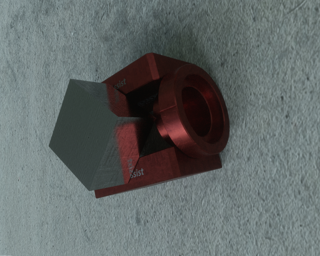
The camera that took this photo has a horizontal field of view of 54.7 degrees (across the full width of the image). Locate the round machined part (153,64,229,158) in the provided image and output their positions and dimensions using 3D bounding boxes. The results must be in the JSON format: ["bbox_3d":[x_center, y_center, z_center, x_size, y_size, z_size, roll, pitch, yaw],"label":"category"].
[{"bbox_3d":[0.030,-0.015,0.332,0.042,0.099,0.098,-20,78,38],"label":"round machined part"}]

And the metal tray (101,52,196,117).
[{"bbox_3d":[-0.026,-0.044,0.385,0.130,0.091,0.030,-23,76,37],"label":"metal tray"}]

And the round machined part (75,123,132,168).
[{"bbox_3d":[-0.067,0.023,0.411,0.042,0.099,0.098,-20,78,38],"label":"round machined part"}]

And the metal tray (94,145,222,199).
[{"bbox_3d":[-0.006,0.051,0.365,0.130,0.091,0.030,-22,76,37],"label":"metal tray"}]

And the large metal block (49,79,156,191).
[{"bbox_3d":[-0.062,0.005,0.319,0.080,0.050,0.079,36,112,33],"label":"large metal block"}]
